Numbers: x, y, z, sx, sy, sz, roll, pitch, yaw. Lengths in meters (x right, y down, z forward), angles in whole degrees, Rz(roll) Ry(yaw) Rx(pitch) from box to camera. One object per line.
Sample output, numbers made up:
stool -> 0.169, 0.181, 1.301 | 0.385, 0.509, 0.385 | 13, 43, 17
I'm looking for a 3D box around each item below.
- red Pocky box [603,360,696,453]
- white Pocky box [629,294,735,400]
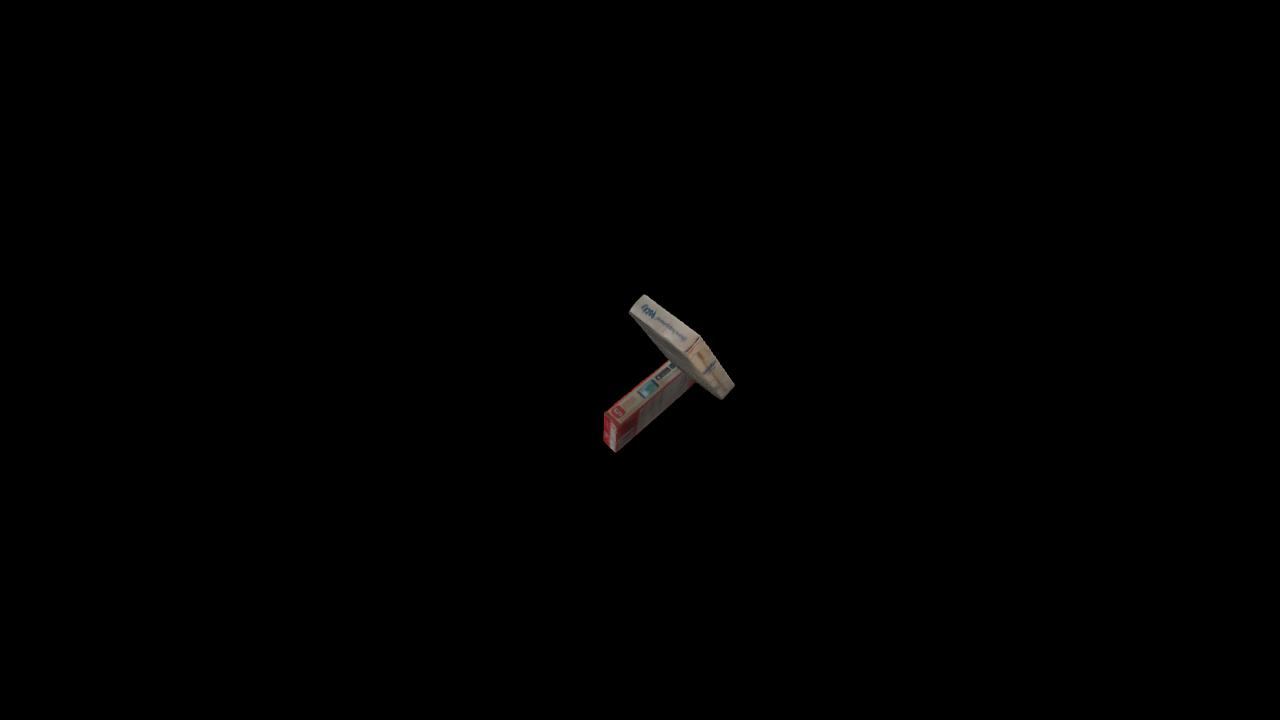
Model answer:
red Pocky box -> 0.018, 0.045, 0.765 | 0.155, 0.028, 0.083 | -39, -21, -24
white Pocky box -> 0.049, -0.009, 0.669 | 0.084, 0.028, 0.154 | 39, -3, 30
